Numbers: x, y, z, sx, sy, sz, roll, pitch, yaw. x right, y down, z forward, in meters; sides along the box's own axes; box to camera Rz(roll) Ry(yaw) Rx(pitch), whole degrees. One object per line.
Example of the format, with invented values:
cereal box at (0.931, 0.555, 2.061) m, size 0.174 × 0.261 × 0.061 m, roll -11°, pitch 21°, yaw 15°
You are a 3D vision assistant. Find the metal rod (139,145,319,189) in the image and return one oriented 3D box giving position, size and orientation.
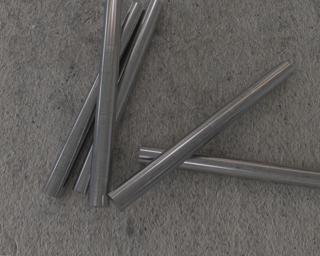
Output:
metal rod at (0.124, 0.054, 0.389) m, size 0.302 × 0.025 × 0.025 m, roll 8°, pitch 70°, yaw 2°

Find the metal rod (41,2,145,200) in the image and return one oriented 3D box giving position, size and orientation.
metal rod at (-0.084, -0.050, 0.425) m, size 0.025 × 0.025 × 0.300 m, roll 18°, pitch 71°, yaw 6°

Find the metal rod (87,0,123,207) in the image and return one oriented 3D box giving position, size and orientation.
metal rod at (-0.067, -0.052, 0.398) m, size 0.025 × 0.025 × 0.299 m, roll 1°, pitch 70°, yaw 0°

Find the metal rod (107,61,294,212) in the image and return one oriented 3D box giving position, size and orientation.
metal rod at (0.065, -0.001, 0.388) m, size 0.302 × 0.025 × 0.025 m, roll -36°, pitch 74°, yaw -20°

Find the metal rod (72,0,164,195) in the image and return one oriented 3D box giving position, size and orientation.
metal rod at (-0.051, -0.055, 0.427) m, size 0.025 × 0.025 × 0.299 m, roll 16°, pitch 71°, yaw 6°
